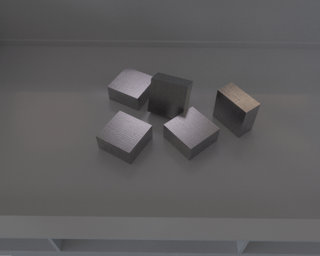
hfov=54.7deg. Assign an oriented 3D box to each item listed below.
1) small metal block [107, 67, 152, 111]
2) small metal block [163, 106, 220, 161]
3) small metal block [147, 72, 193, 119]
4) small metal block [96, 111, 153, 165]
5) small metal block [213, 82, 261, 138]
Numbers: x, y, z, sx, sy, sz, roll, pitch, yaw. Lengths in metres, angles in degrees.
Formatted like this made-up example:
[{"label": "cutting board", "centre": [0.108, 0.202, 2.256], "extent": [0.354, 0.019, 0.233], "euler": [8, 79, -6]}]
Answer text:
[{"label": "small metal block", "centre": [-0.040, -0.058, 0.453], "extent": [0.050, 0.025, 0.050], "euler": [23, 54, 18]}, {"label": "small metal block", "centre": [0.040, 0.006, 0.400], "extent": [0.050, 0.025, 0.050], "euler": [-33, 58, -24]}, {"label": "small metal block", "centre": [0.013, -0.043, 0.421], "extent": [0.050, 0.050, 0.025], "euler": [17, 32, 14]}, {"label": "small metal block", "centre": [-0.044, 0.011, 0.395], "extent": [0.050, 0.025, 0.050], "euler": [25, 54, 19]}, {"label": "small metal block", "centre": [0.099, -0.023, 0.409], "extent": [0.025, 0.050, 0.050], "euler": [-30, 56, -22]}]
